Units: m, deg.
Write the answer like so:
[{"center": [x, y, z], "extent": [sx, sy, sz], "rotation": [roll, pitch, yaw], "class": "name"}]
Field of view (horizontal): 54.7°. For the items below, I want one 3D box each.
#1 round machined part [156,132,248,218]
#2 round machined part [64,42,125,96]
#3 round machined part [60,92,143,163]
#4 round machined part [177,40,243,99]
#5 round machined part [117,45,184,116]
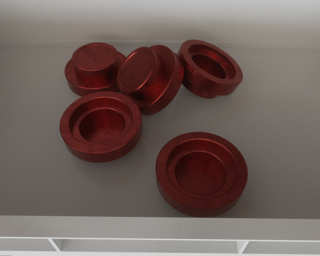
[{"center": [0.044, 0.055, 0.348], "extent": [0.099, 0.042, 0.098], "rotation": [0, 50, 0], "class": "round machined part"}, {"center": [-0.096, -0.093, 0.472], "extent": [0.099, 0.042, 0.098], "rotation": [0, 50, 0], "class": "round machined part"}, {"center": [-0.071, 0.003, 0.390], "extent": [0.099, 0.042, 0.098], "rotation": [-1, 51, 1], "class": "round machined part"}, {"center": [0.066, -0.080, 0.447], "extent": [0.099, 0.042, 0.098], "rotation": [17, 43, -16], "class": "round machined part"}, {"center": [-0.020, -0.069, 0.417], "extent": [0.098, 0.042, 0.098], "rotation": [-20, 58, 35], "class": "round machined part"}]
